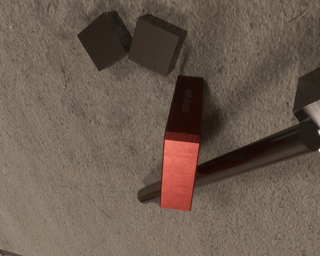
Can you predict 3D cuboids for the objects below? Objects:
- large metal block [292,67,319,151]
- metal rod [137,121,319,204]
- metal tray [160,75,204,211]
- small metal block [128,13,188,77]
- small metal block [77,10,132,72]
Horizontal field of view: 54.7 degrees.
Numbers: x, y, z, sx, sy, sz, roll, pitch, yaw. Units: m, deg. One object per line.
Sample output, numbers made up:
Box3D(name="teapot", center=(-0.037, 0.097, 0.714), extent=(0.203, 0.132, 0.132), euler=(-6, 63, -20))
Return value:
Box3D(name="large metal block", center=(0.168, -0.029, 0.265), extent=(0.080, 0.080, 0.050), euler=(-30, 102, 37))
Box3D(name="metal rod", center=(0.047, 0.056, 0.363), extent=(0.025, 0.025, 0.299), euler=(47, 145, -5))
Box3D(name="metal tray", center=(0.025, 0.010, 0.329), extent=(0.030, 0.130, 0.089), euler=(6, 123, 5))
Box3D(name="small metal block", center=(-0.004, -0.094, 0.350), extent=(0.050, 0.025, 0.050), euler=(28, 128, 10))
Box3D(name="small metal block", center=(-0.064, -0.104, 0.372), extent=(0.050, 0.025, 0.050), euler=(-24, 101, 36))
